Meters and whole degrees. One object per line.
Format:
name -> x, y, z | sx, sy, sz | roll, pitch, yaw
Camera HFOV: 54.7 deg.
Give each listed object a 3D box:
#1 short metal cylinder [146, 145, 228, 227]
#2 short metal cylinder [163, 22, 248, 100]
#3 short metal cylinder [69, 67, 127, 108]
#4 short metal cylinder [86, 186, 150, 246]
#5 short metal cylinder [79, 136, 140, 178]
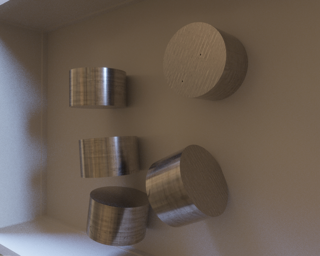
short metal cylinder -> 0.031, 0.065, 0.346 | 0.050, 0.081, 0.080 | -30, 71, 36
short metal cylinder -> 0.051, -0.072, 0.349 | 0.080, 0.050, 0.080 | 0, 90, 40
short metal cylinder -> -0.088, -0.055, 0.444 | 0.080, 0.081, 0.050 | 0, 90, 40
short metal cylinder -> -0.056, 0.116, 0.417 | 0.080, 0.081, 0.050 | 13, 99, 39
short metal cylinder -> -0.070, 0.039, 0.429 | 0.080, 0.081, 0.050 | -7, 86, 40
